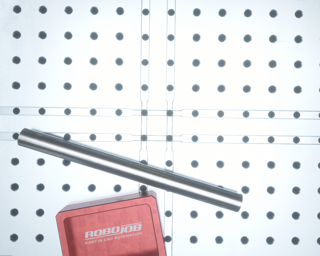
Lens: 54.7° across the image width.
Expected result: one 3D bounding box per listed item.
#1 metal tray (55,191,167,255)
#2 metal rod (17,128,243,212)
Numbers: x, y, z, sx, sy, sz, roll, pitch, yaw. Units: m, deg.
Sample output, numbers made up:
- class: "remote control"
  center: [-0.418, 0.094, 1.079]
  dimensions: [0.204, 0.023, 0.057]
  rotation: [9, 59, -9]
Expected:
- class: "metal tray"
  center: [-0.062, 0.141, 0.410]
  dimensions: [0.131, 0.030, 0.089]
  rotation: [-10, 90, 0]
- class: "metal rod"
  center: [-0.038, 0.056, 0.412]
  dimensions: [0.302, 0.025, 0.025]
  rotation: [17, 90, 0]
